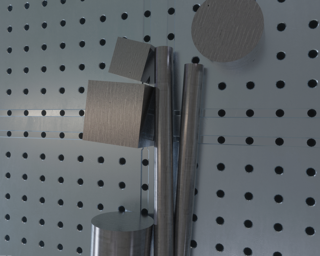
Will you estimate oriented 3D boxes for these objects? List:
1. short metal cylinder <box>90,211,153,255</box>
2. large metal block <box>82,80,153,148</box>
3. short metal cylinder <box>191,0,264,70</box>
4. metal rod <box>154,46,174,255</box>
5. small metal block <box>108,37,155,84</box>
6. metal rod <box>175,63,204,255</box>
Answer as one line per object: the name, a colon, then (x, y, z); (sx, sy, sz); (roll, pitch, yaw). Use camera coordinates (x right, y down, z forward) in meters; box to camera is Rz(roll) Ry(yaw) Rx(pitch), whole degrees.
short metal cylinder: (-0.049, 0.144, 0.401); (0.080, 0.080, 0.050); (3, 91, 20)
large metal block: (-0.052, -0.019, 0.418); (0.080, 0.050, 0.079); (7, 92, 19)
short metal cylinder: (0.083, -0.113, 0.370); (0.080, 0.050, 0.079); (0, 90, 20)
metal rod: (0.005, 0.044, 0.398); (0.025, 0.025, 0.298); (-2, 85, 20)
small metal block: (-0.037, -0.093, 0.426); (0.050, 0.025, 0.050); (18, 96, 19)
metal rod: (0.033, 0.068, 0.400); (0.025, 0.025, 0.298); (5, 92, 20)
